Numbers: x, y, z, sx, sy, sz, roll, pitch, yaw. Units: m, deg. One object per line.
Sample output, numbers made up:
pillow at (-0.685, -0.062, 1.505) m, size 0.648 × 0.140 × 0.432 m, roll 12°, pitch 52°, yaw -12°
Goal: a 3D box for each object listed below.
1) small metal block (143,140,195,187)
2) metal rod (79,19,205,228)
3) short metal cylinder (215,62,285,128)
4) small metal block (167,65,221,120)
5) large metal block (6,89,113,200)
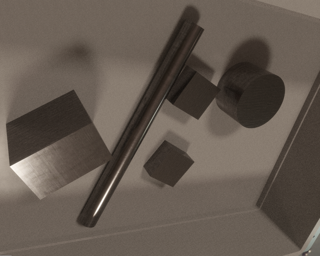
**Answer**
small metal block at (0.013, 0.052, 0.450) m, size 0.050 × 0.025 × 0.050 m, roll 33°, pitch 100°, yaw -39°
metal rod at (-0.031, 0.006, 0.396) m, size 0.025 × 0.025 × 0.298 m, roll 18°, pitch 109°, yaw -36°
short metal cylinder at (0.126, -0.046, 0.435) m, size 0.081 × 0.050 × 0.079 m, roll -14°, pitch 125°, yaw -21°
small metal block at (0.043, -0.046, 0.406) m, size 0.050 × 0.025 × 0.050 m, roll 28°, pitch 103°, yaw -38°
large metal block at (-0.107, 0.013, 0.324) m, size 0.080 × 0.080 × 0.050 m, roll -30°, pitch 129°, yaw -10°
